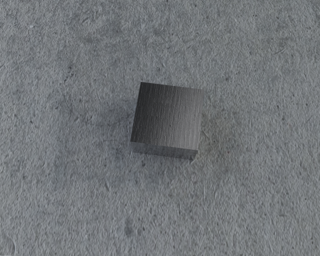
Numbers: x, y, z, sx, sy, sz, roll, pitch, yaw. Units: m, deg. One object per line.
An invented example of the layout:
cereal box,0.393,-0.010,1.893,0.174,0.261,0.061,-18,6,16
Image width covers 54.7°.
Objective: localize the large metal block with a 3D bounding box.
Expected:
large metal block,0.010,-0.008,0.399,0.080,0.050,0.080,7,70,2
